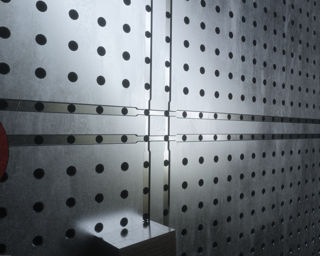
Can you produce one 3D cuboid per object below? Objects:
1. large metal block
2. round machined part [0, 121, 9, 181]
[{"bbox_3d":[-0.027,0.165,0.370,0.081,0.050,0.079,-3,92,-40],"label":"large metal block"},{"bbox_3d":[-0.179,0.020,0.248,0.099,0.042,0.097,0,90,-40],"label":"round machined part"}]
